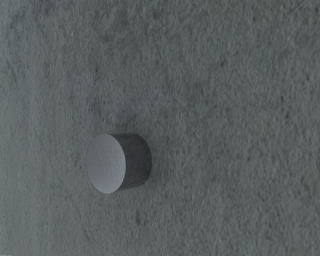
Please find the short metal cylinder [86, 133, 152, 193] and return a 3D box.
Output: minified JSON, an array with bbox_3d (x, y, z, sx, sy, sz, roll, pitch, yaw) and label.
[{"bbox_3d":[-0.058,0.048,0.434,0.080,0.050,0.079,0,90,39],"label":"short metal cylinder"}]
